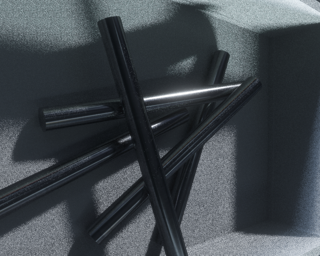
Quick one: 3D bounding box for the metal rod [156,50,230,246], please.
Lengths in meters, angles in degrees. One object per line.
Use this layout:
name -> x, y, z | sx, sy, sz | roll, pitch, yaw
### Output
metal rod -> 0.052, 0.020, 0.452 | 0.025, 0.025, 0.299 | 30, 71, -36

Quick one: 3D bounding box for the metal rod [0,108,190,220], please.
metal rod -> -0.076, 0.035, 0.344 | 0.302, 0.025, 0.025 | -27, 107, -37

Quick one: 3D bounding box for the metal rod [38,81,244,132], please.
metal rod -> 0.005, -0.034, 0.393 | 0.303, 0.025, 0.025 | -12, 98, -34

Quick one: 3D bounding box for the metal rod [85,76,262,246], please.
metal rod -> 0.031, 0.029, 0.397 | 0.301, 0.025, 0.025 | -41, 116, -20

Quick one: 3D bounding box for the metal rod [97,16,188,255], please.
metal rod -> -0.014, 0.029, 0.346 | 0.025, 0.025, 0.298 | -22, 100, -38
